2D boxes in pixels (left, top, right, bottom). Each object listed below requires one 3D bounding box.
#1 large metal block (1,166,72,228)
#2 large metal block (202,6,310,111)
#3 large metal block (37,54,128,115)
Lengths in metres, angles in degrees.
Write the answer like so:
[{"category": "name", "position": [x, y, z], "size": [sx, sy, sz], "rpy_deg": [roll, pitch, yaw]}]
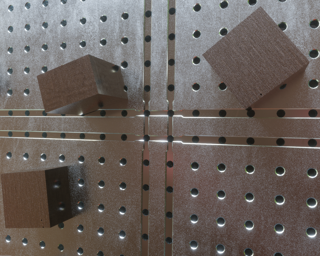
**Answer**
[{"category": "large metal block", "position": [-0.184, 0.103, 0.465], "size": [0.080, 0.050, 0.080], "rpy_deg": [-7, 88, 20]}, {"category": "large metal block", "position": [0.110, -0.076, 0.361], "size": [0.080, 0.050, 0.080], "rpy_deg": [-39, 78, 16]}, {"category": "large metal block", "position": [-0.102, -0.054, 0.420], "size": [0.080, 0.080, 0.050], "rpy_deg": [-17, 85, 19]}]
